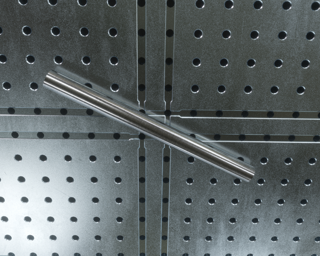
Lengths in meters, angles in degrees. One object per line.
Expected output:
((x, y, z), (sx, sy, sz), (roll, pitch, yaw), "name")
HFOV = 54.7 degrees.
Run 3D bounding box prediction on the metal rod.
((-0.007, 0.001, 0.414), (0.301, 0.025, 0.025), (26, 108, -10), "metal rod")
